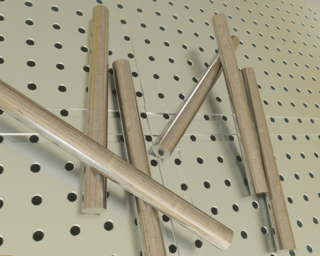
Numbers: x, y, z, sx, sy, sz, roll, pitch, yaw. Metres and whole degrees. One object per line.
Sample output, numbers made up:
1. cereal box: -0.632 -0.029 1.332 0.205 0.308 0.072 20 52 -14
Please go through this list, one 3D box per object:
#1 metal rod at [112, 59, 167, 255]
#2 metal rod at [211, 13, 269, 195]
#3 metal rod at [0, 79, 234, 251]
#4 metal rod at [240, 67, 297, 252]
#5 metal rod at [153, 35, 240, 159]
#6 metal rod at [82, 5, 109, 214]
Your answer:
1. metal rod: -0.025 0.044 0.367 0.025 0.025 0.299 2 61 -27
2. metal rod: 0.119 -0.049 0.478 0.025 0.025 0.299 3 67 -27
3. metal rod: -0.052 0.039 0.322 0.301 0.025 0.025 34 51 -6
4. metal rod: 0.158 0.029 0.474 0.025 0.025 0.299 12 57 -22
5. metal rod: 0.069 -0.066 0.484 0.025 0.025 0.301 38 51 -3
6. metal rod: -0.078 -0.045 0.392 0.025 0.025 0.299 9 58 -23
